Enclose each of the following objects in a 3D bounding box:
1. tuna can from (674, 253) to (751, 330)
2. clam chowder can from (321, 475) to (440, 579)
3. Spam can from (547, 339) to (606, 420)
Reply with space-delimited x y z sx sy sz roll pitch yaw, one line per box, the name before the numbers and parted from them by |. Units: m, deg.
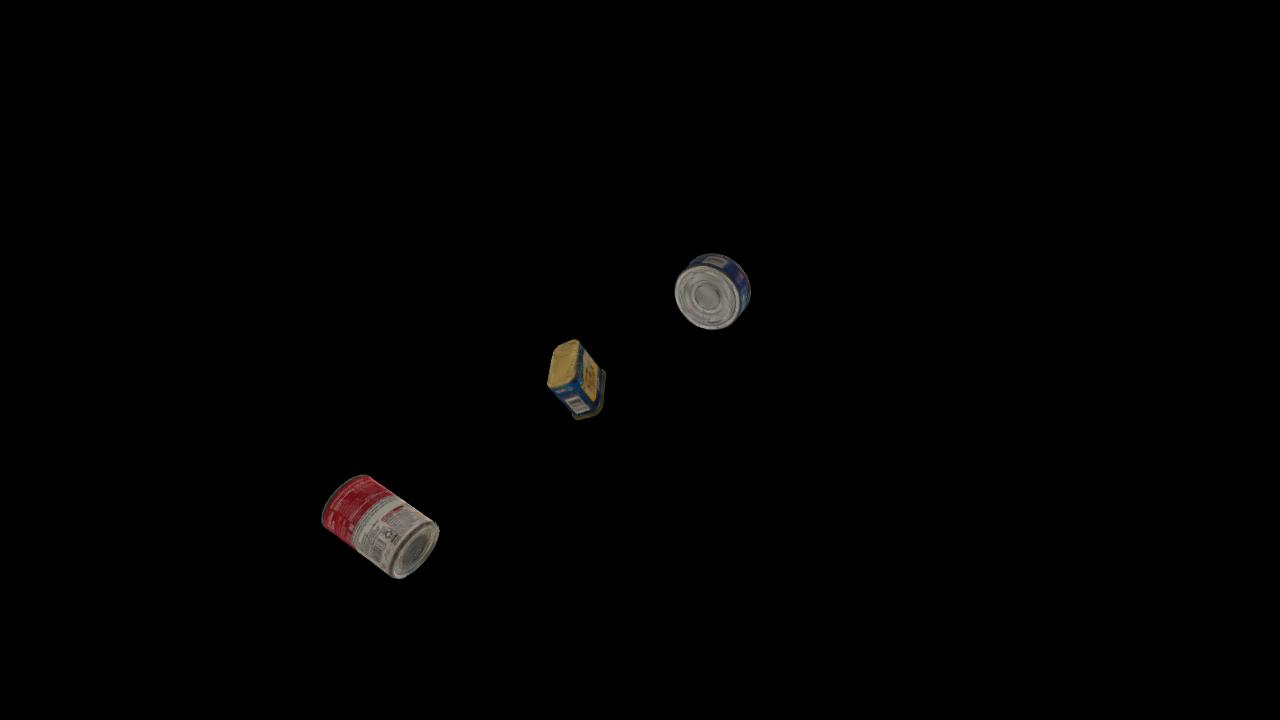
tuna can | 0.083 -0.077 0.707 0.084 0.084 0.034 0 30 32
clam chowder can | -0.274 0.176 0.652 0.102 0.068 0.068 27 9 18
Spam can | -0.102 0.030 0.992 0.058 0.101 0.085 -18 -48 19
